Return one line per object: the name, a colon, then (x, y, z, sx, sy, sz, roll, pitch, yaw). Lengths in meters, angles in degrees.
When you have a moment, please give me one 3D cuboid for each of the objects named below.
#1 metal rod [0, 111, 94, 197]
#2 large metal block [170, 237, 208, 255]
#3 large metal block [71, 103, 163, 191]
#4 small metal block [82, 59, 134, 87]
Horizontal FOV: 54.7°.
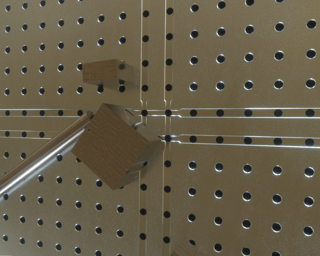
metal rod: (-0.215, 0.067, 0.486, 0.300, 0.025, 0.025, -34, 79, 16)
large metal block: (0.035, 0.201, 0.386, 0.080, 0.050, 0.080, 35, 101, 16)
large metal block: (-0.058, 0.024, 0.419, 0.080, 0.050, 0.080, 39, 102, 15)
small metal block: (-0.070, -0.074, 0.423, 0.050, 0.050, 0.025, -4, 89, 19)
